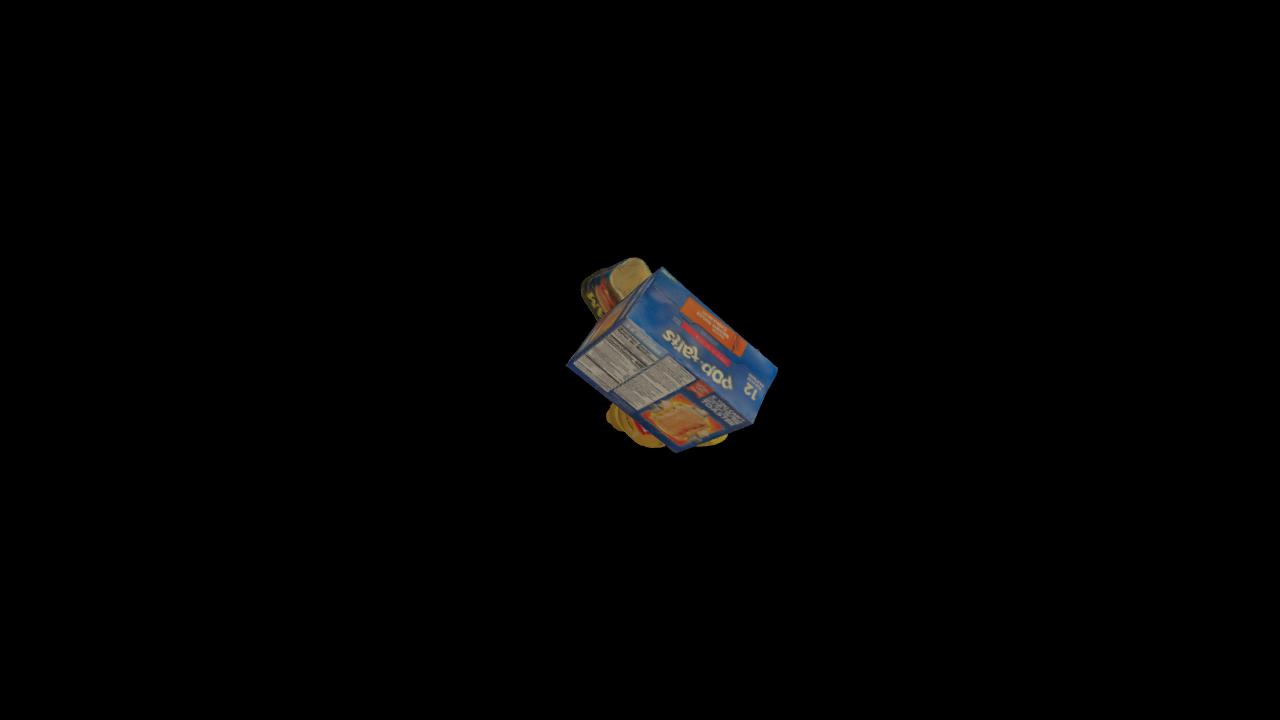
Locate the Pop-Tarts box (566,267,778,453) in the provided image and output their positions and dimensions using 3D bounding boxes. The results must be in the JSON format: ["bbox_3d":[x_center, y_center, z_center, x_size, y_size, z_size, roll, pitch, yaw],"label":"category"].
[{"bbox_3d":[0.032,0.007,0.657,0.167,0.083,0.141,39,-35,-13],"label":"Pop-Tarts box"}]

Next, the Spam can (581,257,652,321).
[{"bbox_3d":[-0.013,-0.066,0.733,0.058,0.101,0.085,-38,14,-25],"label":"Spam can"}]

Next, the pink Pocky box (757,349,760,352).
[{"bbox_3d":[0.053,0.000,0.697,0.155,0.029,0.084,12,-27,-30],"label":"pink Pocky box"}]

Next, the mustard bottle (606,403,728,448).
[{"bbox_3d":[0.021,0.063,0.754,0.054,0.092,0.184,-24,9,-42],"label":"mustard bottle"}]
